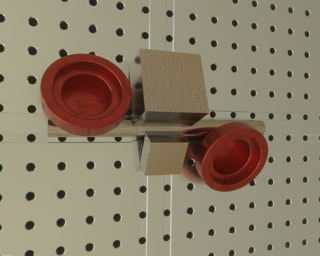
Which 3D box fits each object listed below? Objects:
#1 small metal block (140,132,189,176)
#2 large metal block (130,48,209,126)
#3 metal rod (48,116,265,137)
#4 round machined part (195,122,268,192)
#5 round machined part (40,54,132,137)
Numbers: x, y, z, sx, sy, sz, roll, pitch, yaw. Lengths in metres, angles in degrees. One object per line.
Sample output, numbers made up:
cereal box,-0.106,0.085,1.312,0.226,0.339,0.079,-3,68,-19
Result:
small metal block,0.005,0.034,0.404,0.050,0.025,0.050,1,119,-20
large metal block,0.009,-0.048,0.391,0.081,0.050,0.080,1,72,-20
metal rod,0.010,0.000,0.417,0.302,0.025,0.025,0,90,-20
round machined part,0.094,0.036,0.425,0.099,0.042,0.097,-8,118,-16
round machined part,-0.085,-0.034,0.358,0.099,0.042,0.098,9,61,-16
